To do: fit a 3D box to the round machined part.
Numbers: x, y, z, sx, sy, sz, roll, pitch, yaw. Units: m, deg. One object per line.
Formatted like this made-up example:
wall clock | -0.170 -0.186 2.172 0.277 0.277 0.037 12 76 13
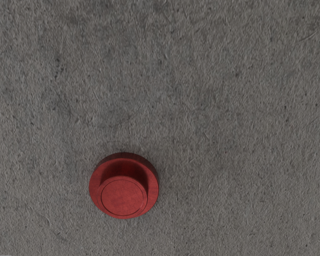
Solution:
round machined part | -0.050 0.087 0.432 0.099 0.042 0.097 0 110 0
